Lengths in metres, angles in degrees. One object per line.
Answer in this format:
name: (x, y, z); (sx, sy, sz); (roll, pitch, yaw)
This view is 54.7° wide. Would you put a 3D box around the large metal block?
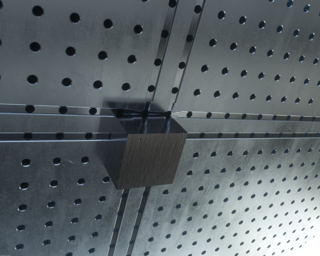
large metal block: (-0.020, 0.029, 0.404); (0.081, 0.050, 0.079); (-1, 119, -29)
